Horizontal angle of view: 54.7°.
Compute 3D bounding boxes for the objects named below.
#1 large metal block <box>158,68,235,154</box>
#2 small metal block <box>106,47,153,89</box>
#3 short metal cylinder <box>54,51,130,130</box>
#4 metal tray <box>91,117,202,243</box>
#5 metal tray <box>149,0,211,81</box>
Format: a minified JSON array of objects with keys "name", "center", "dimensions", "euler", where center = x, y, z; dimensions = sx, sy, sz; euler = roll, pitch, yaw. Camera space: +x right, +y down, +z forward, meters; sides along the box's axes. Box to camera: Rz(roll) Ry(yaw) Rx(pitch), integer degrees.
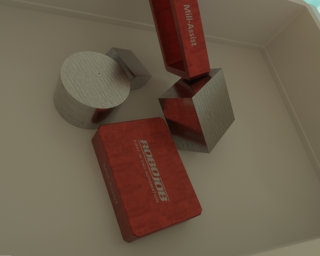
[{"name":"large metal block","center":[0.052,-0.024,0.410],"dimensions":[0.080,0.050,0.080],"euler":[-45,125,-39]},{"name":"small metal block","center":[-0.044,-0.080,0.419],"dimensions":[0.050,0.025,0.050],"euler":[51,24,8]},{"name":"short metal cylinder","center":[-0.083,-0.045,0.373],"dimensions":[0.081,0.050,0.080],"euler":[14,56,-21]},{"name":"metal tray","center":[-0.017,0.054,0.362],"dimensions":[0.091,0.030,0.130],"euler":[-9,67,-33]},{"name":"metal tray","center":[0.021,-0.134,0.402],"dimensions":[0.030,0.090,0.129],"euler":[-20,114,-12]}]
